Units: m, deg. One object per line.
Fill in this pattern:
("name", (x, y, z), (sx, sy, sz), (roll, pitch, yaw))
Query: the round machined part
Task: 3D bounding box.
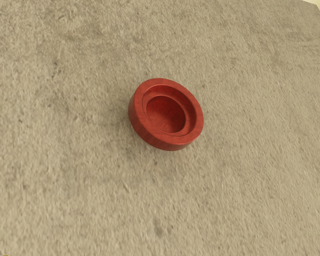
("round machined part", (0.004, -0.014, 0.405), (0.099, 0.042, 0.098), (14, 56, -21))
